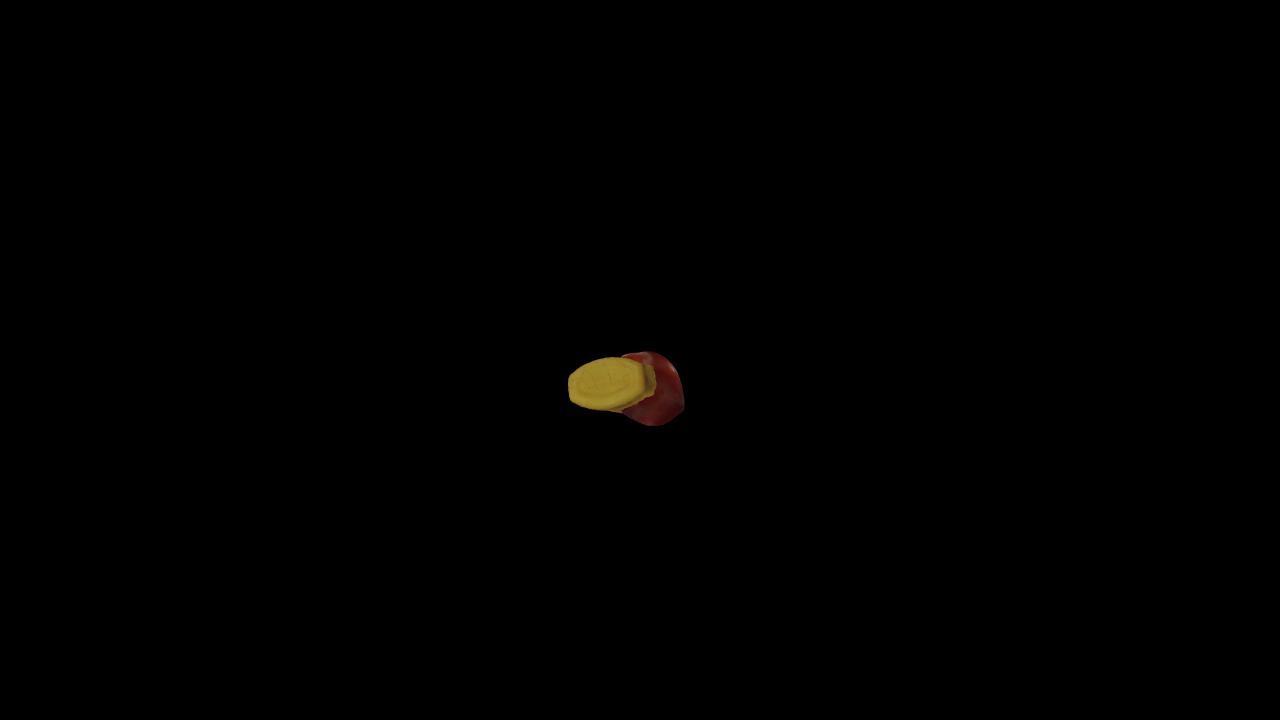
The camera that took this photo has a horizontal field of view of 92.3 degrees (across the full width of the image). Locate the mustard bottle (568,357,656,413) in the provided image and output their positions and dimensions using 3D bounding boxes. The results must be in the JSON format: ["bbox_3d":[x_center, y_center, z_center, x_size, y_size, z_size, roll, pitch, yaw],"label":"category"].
[{"bbox_3d":[-0.002,0.038,0.711,0.092,0.054,0.184,-16,-15,20],"label":"mustard bottle"}]

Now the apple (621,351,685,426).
[{"bbox_3d":[0.008,0.033,0.678,0.079,0.079,0.093,0,-31,40],"label":"apple"}]
